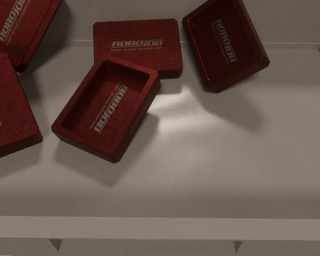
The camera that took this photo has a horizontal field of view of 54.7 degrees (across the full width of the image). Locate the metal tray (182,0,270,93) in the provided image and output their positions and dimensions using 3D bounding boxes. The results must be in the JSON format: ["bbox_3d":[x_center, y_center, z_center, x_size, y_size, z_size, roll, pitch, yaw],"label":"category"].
[{"bbox_3d":[0.092,-0.128,0.453,0.090,0.030,0.130,-27,66,29],"label":"metal tray"}]

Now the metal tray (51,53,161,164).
[{"bbox_3d":[-0.066,-0.029,0.404,0.090,0.030,0.130,21,68,16],"label":"metal tray"}]

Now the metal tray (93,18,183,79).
[{"bbox_3d":[-0.035,-0.121,0.481,0.131,0.030,0.090,-4,73,-4],"label":"metal tray"}]

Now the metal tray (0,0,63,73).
[{"bbox_3d":[-0.213,-0.158,0.451,0.090,0.129,0.030,29,14,-21],"label":"metal tray"}]

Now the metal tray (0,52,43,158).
[{"bbox_3d":[-0.218,-0.027,0.395,0.091,0.030,0.130,-22,73,-18],"label":"metal tray"}]
